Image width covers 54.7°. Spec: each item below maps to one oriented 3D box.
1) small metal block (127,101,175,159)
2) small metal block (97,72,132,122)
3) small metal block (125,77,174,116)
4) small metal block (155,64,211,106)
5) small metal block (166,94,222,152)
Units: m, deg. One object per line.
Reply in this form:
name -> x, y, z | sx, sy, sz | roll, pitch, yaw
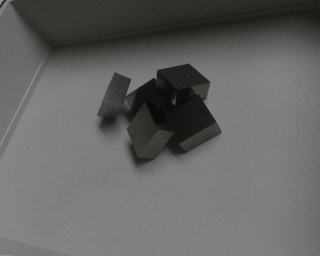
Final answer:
small metal block -> -0.013, 0.003, 0.392 | 0.050, 0.025, 0.050 | -54, 44, 31
small metal block -> -0.067, -0.044, 0.446 | 0.050, 0.025, 0.050 | 138, 151, -61
small metal block -> -0.015, -0.034, 0.431 | 0.050, 0.025, 0.050 | -33, 52, 6
small metal block -> 0.029, -0.058, 0.408 | 0.050, 0.025, 0.050 | -17, 46, -26
small metal block -> 0.041, -0.006, 0.385 | 0.050, 0.025, 0.050 | -31, 52, 7
